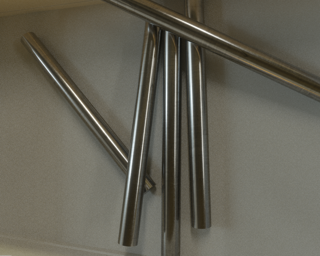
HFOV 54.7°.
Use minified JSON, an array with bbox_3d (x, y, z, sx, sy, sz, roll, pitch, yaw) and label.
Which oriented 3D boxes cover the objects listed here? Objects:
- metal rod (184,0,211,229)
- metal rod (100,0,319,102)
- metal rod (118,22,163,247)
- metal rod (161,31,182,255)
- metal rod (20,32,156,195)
[{"bbox_3d":[0.048,-0.025,0.393,0.025,0.025,0.298,-2,89,19],"label":"metal rod"},{"bbox_3d":[0.061,-0.104,0.365,0.301,0.025,0.025,27,99,8],"label":"metal rod"},{"bbox_3d":[-0.023,-0.004,0.399,0.025,0.025,0.298,5,85,19],"label":"metal rod"},{"bbox_3d":[0.015,0.021,0.404,0.025,0.025,0.298,1,90,19],"label":"metal rod"},{"bbox_3d":[-0.110,-0.028,0.447,0.025,0.025,0.300,-44,77,14],"label":"metal rod"}]
